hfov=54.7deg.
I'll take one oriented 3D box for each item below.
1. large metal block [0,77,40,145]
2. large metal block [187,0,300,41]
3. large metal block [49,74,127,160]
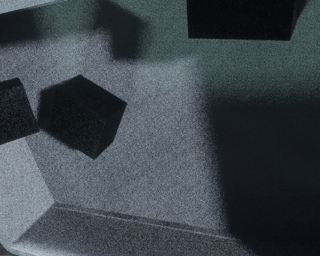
[{"bbox_3d":[-0.243,-0.024,0.477,0.050,0.081,0.079,35,140,52],"label":"large metal block"},{"bbox_3d":[0.075,-0.111,0.265,0.080,0.080,0.050,9,122,24],"label":"large metal block"},{"bbox_3d":[-0.103,-0.015,0.438,0.080,0.050,0.079,31,129,7],"label":"large metal block"}]
